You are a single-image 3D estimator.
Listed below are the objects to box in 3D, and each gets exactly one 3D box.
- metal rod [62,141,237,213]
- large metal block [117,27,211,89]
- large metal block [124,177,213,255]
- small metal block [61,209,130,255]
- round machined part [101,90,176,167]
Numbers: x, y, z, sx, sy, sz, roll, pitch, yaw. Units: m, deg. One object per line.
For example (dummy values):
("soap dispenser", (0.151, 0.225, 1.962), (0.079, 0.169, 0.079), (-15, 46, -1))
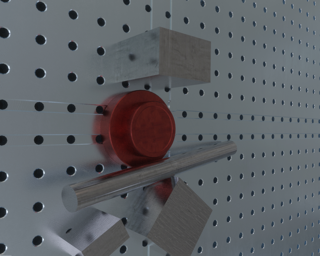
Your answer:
("metal rod", (0.017, 0.048, 0.392), (0.302, 0.025, 0.025), (-9, 96, -49))
("large metal block", (0.004, -0.080, 0.377), (0.081, 0.080, 0.050), (1, 90, -40))
("large metal block", (0.012, 0.117, 0.403), (0.080, 0.050, 0.080), (47, 62, -30))
("small metal block", (-0.070, 0.118, 0.334), (0.050, 0.050, 0.025), (-34, 112, -35))
("round machined part", (-0.019, 0.002, 0.382), (0.099, 0.042, 0.097), (0, 90, -40))
